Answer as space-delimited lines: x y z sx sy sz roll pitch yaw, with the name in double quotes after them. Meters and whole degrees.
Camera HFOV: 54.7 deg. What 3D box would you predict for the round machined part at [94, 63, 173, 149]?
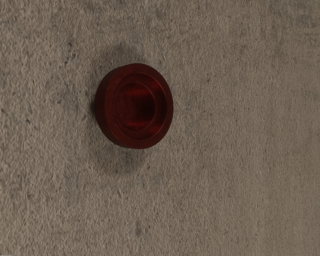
-0.034 -0.025 0.367 0.099 0.042 0.097 0 90 -40 "round machined part"
